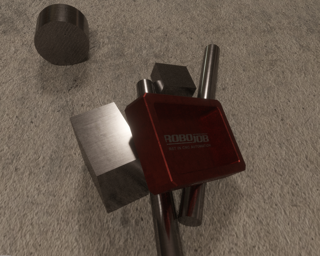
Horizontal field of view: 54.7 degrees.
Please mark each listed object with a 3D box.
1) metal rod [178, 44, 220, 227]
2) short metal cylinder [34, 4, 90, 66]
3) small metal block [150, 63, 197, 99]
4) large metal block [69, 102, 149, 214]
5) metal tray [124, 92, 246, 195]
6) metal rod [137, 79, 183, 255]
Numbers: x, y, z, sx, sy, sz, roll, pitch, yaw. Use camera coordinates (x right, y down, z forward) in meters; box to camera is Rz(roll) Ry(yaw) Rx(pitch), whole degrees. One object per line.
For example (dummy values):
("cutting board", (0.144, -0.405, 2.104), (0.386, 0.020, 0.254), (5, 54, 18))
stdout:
("metal rod", (0.059, -0.015, 0.416), (0.025, 0.025, 0.300), (8, 50, 7))
("short metal cylinder", (-0.153, -0.146, 0.488), (0.081, 0.080, 0.050), (-7, 51, -7))
("small metal block", (0.019, -0.067, 0.450), (0.050, 0.025, 0.050), (2, 47, -24))
("large metal block", (-0.054, 0.033, 0.339), (0.050, 0.080, 0.080), (-22, 54, -18))
("metal tray", (0.032, 0.013, 0.325), (0.131, 0.030, 0.090), (-1, 67, -47))
("metal rod", (-0.002, 0.051, 0.359), (0.025, 0.025, 0.300), (-6, 50, -5))
